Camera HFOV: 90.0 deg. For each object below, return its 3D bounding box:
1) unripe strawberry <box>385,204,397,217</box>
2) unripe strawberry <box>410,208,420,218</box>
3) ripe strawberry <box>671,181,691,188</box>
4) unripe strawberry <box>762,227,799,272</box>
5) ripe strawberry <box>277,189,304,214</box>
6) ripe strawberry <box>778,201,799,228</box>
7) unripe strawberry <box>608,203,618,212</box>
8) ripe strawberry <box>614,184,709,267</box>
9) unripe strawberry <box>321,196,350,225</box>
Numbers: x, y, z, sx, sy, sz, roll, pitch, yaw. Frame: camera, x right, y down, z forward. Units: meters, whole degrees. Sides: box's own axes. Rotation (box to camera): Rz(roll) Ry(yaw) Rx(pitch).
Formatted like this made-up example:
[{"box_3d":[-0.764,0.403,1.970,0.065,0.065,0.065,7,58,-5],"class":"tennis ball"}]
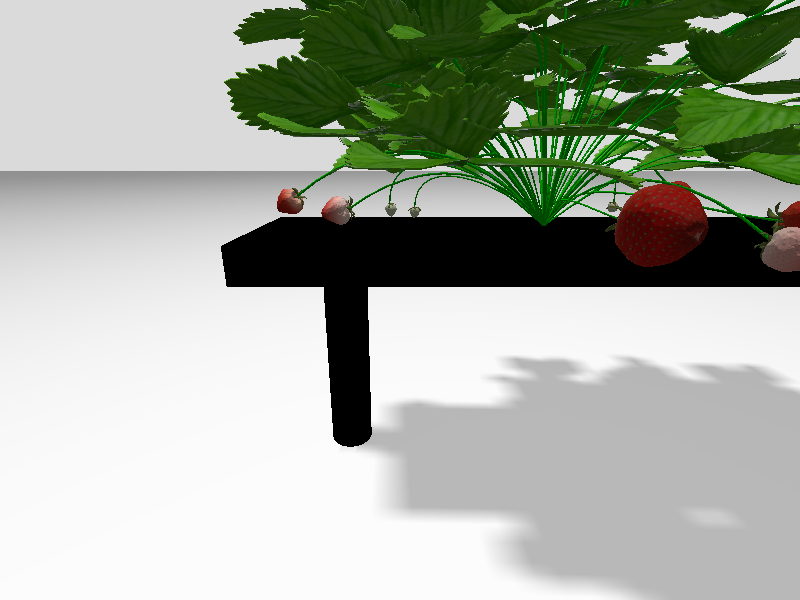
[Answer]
[{"box_3d":[-0.009,-0.088,0.394,0.011,0.012,0.011,7,21,20],"class":"unripe strawberry"},{"box_3d":[0.014,-0.085,0.391,0.010,0.010,0.009,8,21,22],"class":"unripe strawberry"},{"box_3d":[0.314,-0.119,0.458,0.035,0.030,0.035,11,10,-36],"class":"ripe strawberry"},{"box_3d":[0.195,-0.024,0.199,0.020,0.022,0.021,-9,39,-23],"class":"unripe strawberry"},{"box_3d":[-0.116,-0.101,0.418,0.028,0.027,0.026,-22,10,24],"class":"ripe strawberry"},{"box_3d":[0.273,-0.052,0.265,0.034,0.029,0.034,11,22,27],"class":"ripe strawberry"},{"box_3d":[0.229,-0.099,0.431,0.010,0.010,0.011,-16,25,-38],"class":"unripe strawberry"},{"box_3d":[0.142,-0.039,0.215,0.042,0.045,0.045,-2,20,-7],"class":"ripe strawberry"},{"box_3d":[-0.055,-0.077,0.347,0.025,0.024,0.027,-6,19,3],"class":"unripe strawberry"}]
